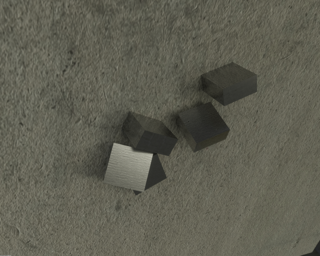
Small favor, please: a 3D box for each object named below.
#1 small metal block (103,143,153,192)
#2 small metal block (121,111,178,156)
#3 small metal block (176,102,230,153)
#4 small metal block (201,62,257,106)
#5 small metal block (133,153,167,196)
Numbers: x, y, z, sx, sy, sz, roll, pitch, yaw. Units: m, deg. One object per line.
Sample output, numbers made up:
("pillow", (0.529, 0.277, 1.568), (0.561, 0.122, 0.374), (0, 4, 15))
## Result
("small metal block", (-0.040, 0.050, 0.390), (0.050, 0.025, 0.050), (14, 81, -6))
("small metal block", (-0.013, 0.007, 0.387), (0.050, 0.050, 0.025), (17, 110, -35))
("small metal block", (0.057, -0.002, 0.417), (0.050, 0.050, 0.025), (-21, 151, -16))
("small metal block", (0.090, -0.058, 0.403), (0.050, 0.050, 0.025), (-24, 127, -14))
("small metal block", (-0.024, 0.058, 0.430), (0.050, 0.025, 0.050), (-28, 128, -11))
